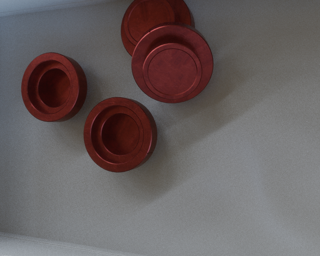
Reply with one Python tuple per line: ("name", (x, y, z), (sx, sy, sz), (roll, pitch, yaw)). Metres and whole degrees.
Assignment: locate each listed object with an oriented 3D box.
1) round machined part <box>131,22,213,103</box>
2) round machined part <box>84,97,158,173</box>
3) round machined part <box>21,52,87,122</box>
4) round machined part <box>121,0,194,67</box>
("round machined part", (0.015, -0.073, 0.371), (0.099, 0.042, 0.097), (1, 120, 1))
("round machined part", (-0.049, 0.009, 0.418), (0.098, 0.042, 0.097), (0, 90, 19))
("round machined part", (-0.148, -0.057, 0.452), (0.098, 0.042, 0.097), (0, 90, 19))
("round machined part", (-0.008, -0.132, 0.403), (0.098, 0.042, 0.097), (0, 90, 19))
